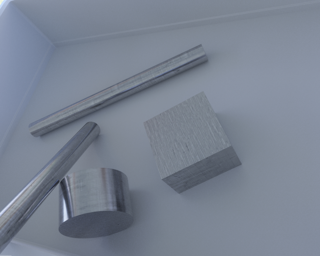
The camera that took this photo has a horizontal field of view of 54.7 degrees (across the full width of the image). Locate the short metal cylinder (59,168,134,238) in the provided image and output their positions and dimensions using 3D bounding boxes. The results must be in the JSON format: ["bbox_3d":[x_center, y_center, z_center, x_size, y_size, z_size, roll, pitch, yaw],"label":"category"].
[{"bbox_3d":[-0.074,0.087,0.354,0.080,0.080,0.050,-23,54,14],"label":"short metal cylinder"}]

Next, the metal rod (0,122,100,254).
[{"bbox_3d":[-0.128,0.065,0.325,0.025,0.025,0.301,-17,20,18],"label":"metal rod"}]

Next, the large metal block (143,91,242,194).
[{"bbox_3d":[0.036,0.017,0.359,0.080,0.050,0.080,-28,52,10],"label":"large metal block"}]

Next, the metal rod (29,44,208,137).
[{"bbox_3d":[-0.072,-0.052,0.473,0.301,0.025,0.025,-22,54,14],"label":"metal rod"}]
